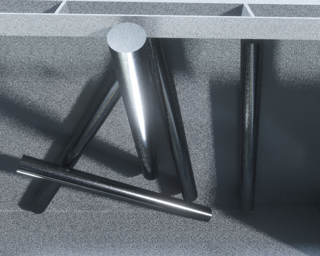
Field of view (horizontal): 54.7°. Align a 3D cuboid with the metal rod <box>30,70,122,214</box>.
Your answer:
[{"bbox_3d":[-0.125,0.037,0.439,0.025,0.025,0.298,26,125,-20],"label":"metal rod"}]

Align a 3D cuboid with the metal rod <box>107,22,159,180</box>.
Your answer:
[{"bbox_3d":[-0.017,0.005,0.333,0.025,0.025,0.299,-1,155,1],"label":"metal rod"}]

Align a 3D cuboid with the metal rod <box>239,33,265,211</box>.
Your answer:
[{"bbox_3d":[0.122,0.017,0.424,0.025,0.025,0.298,-7,130,6],"label":"metal rod"}]

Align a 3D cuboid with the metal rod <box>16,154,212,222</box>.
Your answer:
[{"bbox_3d":[-0.053,0.096,0.462,0.302,0.025,0.025,20,127,-21],"label":"metal rod"}]

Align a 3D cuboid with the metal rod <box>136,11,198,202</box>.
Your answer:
[{"bbox_3d":[0.018,-0.001,0.407,0.025,0.025,0.299,-9,130,7],"label":"metal rod"}]
